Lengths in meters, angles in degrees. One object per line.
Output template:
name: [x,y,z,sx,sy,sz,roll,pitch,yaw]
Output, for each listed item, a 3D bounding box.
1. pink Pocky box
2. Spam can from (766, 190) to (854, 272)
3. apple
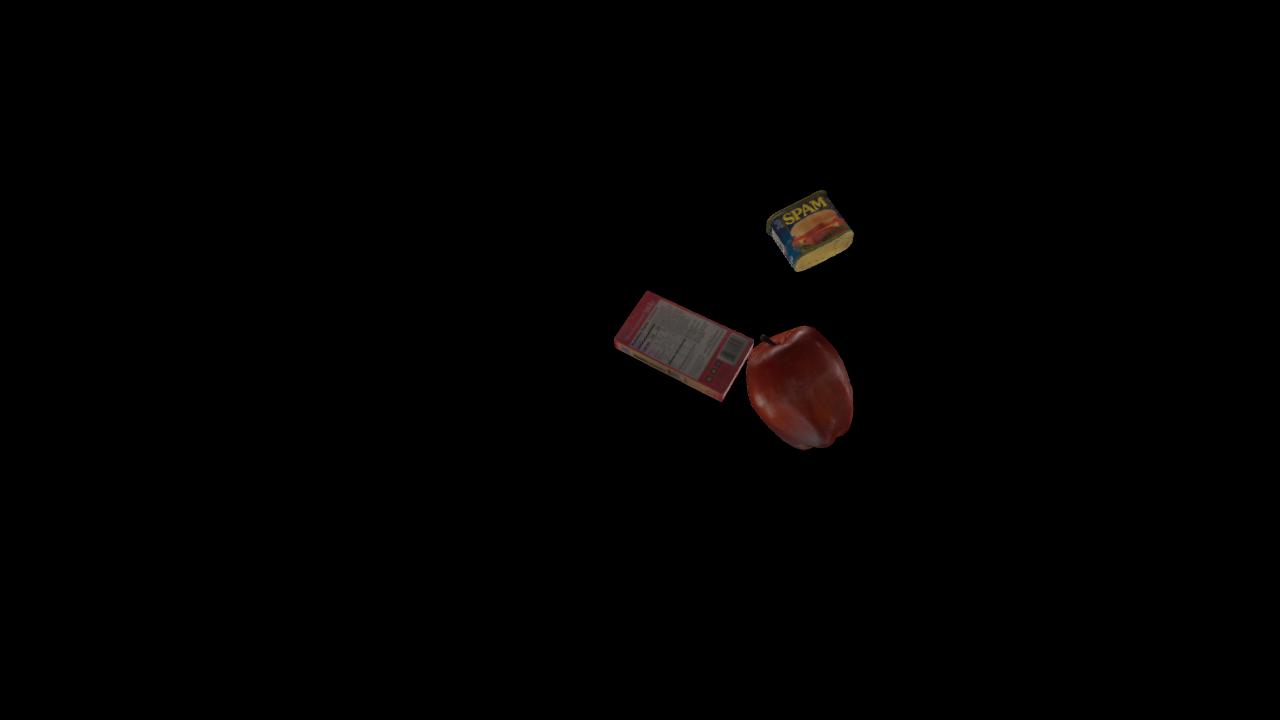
pink Pocky box: [0.054,-0.019,0.762,0.155,0.084,0.029,27,-22,16]
Spam can: [0.255,-0.191,0.924,0.101,0.085,0.058,-27,-23,1]
apple: [0.119,0.019,0.462,0.079,0.093,0.079,-31,1,1]
